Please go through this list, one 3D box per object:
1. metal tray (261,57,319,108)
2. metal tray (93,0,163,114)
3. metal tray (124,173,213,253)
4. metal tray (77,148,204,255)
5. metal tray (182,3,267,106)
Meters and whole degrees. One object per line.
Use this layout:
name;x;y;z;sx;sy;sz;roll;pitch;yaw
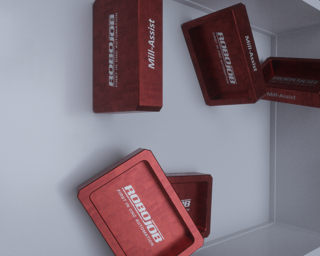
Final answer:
metal tray;0.223;-0.081;0.519;0.090;0.130;0.030;-45;130;-27
metal tray;-0.037;-0.081;0.332;0.030;0.090;0.129;0;90;-40
metal tray;0.015;0.107;0.415;0.131;0.030;0.089;5;87;-40
metal tray;-0.021;0.099;0.347;0.090;0.030;0.130;-32;97;-14
metal tray;0.090;-0.098;0.439;0.030;0.090;0.129;-33;111;-35
